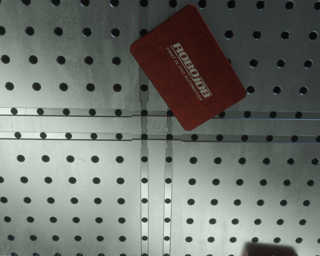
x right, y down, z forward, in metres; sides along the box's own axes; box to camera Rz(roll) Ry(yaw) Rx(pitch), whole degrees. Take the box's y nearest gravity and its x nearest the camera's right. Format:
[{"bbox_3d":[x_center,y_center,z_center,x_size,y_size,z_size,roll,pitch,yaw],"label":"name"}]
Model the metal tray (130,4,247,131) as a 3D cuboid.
[{"bbox_3d":[0.036,-0.072,0.384,0.090,0.030,0.130,-32,107,11],"label":"metal tray"}]
